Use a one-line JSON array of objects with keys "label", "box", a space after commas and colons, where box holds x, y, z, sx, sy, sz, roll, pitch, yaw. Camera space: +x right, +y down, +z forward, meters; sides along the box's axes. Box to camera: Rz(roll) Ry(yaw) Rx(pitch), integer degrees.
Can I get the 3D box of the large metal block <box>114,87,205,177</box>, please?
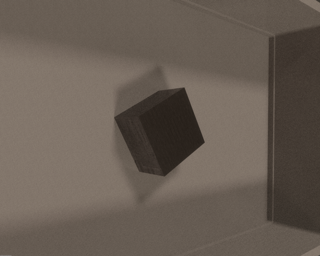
[{"label": "large metal block", "box": [0.002, 0.003, 0.394, 0.081, 0.050, 0.080, -35, 112, -35]}]
